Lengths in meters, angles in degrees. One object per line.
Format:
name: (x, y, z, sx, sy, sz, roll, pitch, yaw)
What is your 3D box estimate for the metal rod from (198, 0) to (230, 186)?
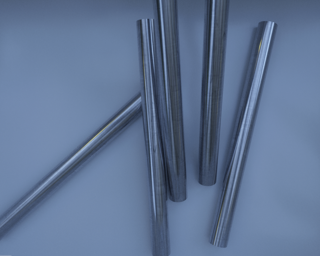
metal rod: (0.060, -0.064, 0.349, 0.025, 0.025, 0.298, -1, 116, 0)

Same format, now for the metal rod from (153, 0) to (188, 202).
metal rod: (0.013, -0.044, 0.353, 0.025, 0.025, 0.298, -5, 114, 0)

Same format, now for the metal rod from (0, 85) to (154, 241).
metal rod: (-0.111, 0.043, 0.410, 0.300, 0.025, 0.025, -42, 90, 0)

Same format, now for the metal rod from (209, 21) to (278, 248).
metal rod: (0.110, 0.008, 0.412, 0.025, 0.025, 0.298, 13, 90, 0)

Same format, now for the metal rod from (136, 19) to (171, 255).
metal rod: (-0.007, 0.018, 0.393, 0.025, 0.025, 0.298, -4, 97, 0)
